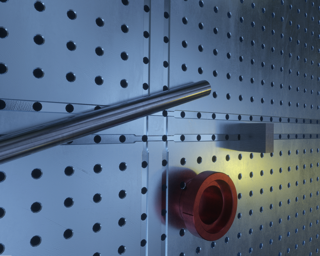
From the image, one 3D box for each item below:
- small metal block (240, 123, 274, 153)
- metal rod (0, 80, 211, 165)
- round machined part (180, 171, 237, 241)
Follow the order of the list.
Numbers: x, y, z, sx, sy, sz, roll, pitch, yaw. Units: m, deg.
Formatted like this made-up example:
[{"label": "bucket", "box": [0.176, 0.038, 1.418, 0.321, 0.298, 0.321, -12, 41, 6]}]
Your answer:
[{"label": "small metal block", "box": [0.168, 0.017, 0.537, 0.025, 0.050, 0.050, 1, 90, -40]}, {"label": "metal rod", "box": [-0.043, -0.018, 0.374, 0.302, 0.025, 0.025, -21, 103, -38]}, {"label": "round machined part", "box": [0.068, 0.112, 0.458, 0.099, 0.042, 0.097, 0, 90, -40]}]
